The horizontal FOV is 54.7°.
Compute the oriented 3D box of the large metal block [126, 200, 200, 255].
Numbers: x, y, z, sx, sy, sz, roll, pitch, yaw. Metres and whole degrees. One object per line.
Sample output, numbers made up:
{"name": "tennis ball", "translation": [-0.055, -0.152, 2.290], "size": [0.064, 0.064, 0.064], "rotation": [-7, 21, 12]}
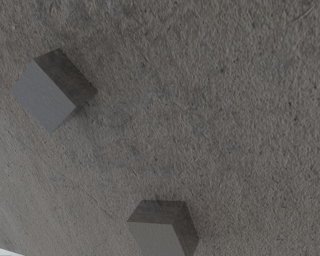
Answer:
{"name": "large metal block", "translation": [0.006, 0.162, 0.488], "size": [0.080, 0.050, 0.080], "rotation": [-7, 115, 31]}

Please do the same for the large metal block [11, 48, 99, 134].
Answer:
{"name": "large metal block", "translation": [-0.149, -0.051, 0.438], "size": [0.080, 0.050, 0.080], "rotation": [49, 129, -7]}
